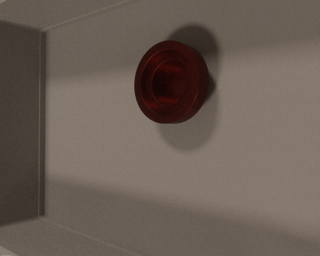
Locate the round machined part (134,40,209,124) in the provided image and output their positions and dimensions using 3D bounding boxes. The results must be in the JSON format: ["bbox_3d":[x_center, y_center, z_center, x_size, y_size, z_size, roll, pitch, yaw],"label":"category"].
[{"bbox_3d":[0.018,-0.054,0.379,0.098,0.042,0.097,0,90,39],"label":"round machined part"}]
